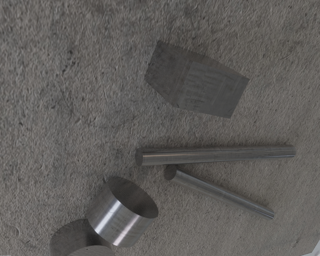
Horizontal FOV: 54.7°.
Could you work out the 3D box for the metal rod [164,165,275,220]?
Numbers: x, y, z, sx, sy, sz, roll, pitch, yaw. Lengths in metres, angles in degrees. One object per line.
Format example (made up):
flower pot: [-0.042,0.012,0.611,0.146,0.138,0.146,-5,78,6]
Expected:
metal rod: [0.120,0.122,0.547,0.301,0.025,0.025,28,103,-38]

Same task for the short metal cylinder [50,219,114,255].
short metal cylinder: [-0.111,0.177,0.440,0.081,0.050,0.079,-14,124,-21]

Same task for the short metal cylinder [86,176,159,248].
short metal cylinder: [-0.049,0.110,0.413,0.080,0.080,0.050,29,103,-38]

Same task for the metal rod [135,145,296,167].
metal rod: [0.104,0.041,0.488,0.303,0.025,0.025,1,118,-29]

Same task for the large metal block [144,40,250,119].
large metal block: [0.040,-0.056,0.358,0.081,0.080,0.050,9,114,-32]
